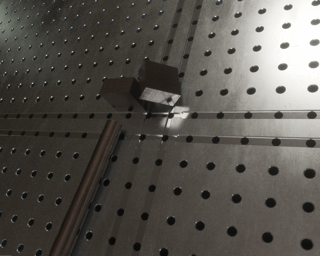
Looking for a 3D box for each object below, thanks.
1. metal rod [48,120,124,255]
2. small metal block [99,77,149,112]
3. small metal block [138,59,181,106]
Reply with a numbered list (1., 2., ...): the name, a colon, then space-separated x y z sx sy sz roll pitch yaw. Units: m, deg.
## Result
1. metal rod: -0.111 0.125 0.387 0.025 0.025 0.300 6 64 30
2. small metal block: -0.050 -0.047 0.446 0.050 0.050 0.025 1 63 28
3. small metal block: -0.001 -0.062 0.427 0.025 0.050 0.050 128 146 -49
